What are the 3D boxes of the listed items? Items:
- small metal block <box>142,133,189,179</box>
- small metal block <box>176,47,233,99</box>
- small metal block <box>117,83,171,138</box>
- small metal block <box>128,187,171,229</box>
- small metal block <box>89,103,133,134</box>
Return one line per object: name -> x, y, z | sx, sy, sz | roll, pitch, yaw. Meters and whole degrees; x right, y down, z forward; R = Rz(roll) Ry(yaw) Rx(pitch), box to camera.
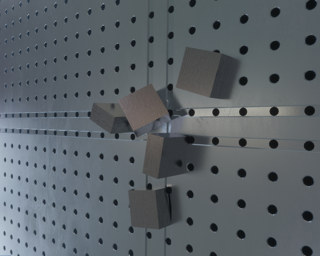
small metal block -> 0.008, 0.033, 0.388 | 0.025, 0.050, 0.050 | 14, 99, 39
small metal block -> 0.051, -0.065, 0.368 | 0.050, 0.025, 0.050 | 23, 104, 38
small metal block -> -0.021, -0.023, 0.411 | 0.050, 0.025, 0.050 | -27, 68, -5
small metal block -> -0.015, 0.108, 0.423 | 0.050, 0.025, 0.050 | -10, 84, 39
small metal block -> -0.064, -0.015, 0.446 | 0.050, 0.050, 0.025 | 31, 112, 36
